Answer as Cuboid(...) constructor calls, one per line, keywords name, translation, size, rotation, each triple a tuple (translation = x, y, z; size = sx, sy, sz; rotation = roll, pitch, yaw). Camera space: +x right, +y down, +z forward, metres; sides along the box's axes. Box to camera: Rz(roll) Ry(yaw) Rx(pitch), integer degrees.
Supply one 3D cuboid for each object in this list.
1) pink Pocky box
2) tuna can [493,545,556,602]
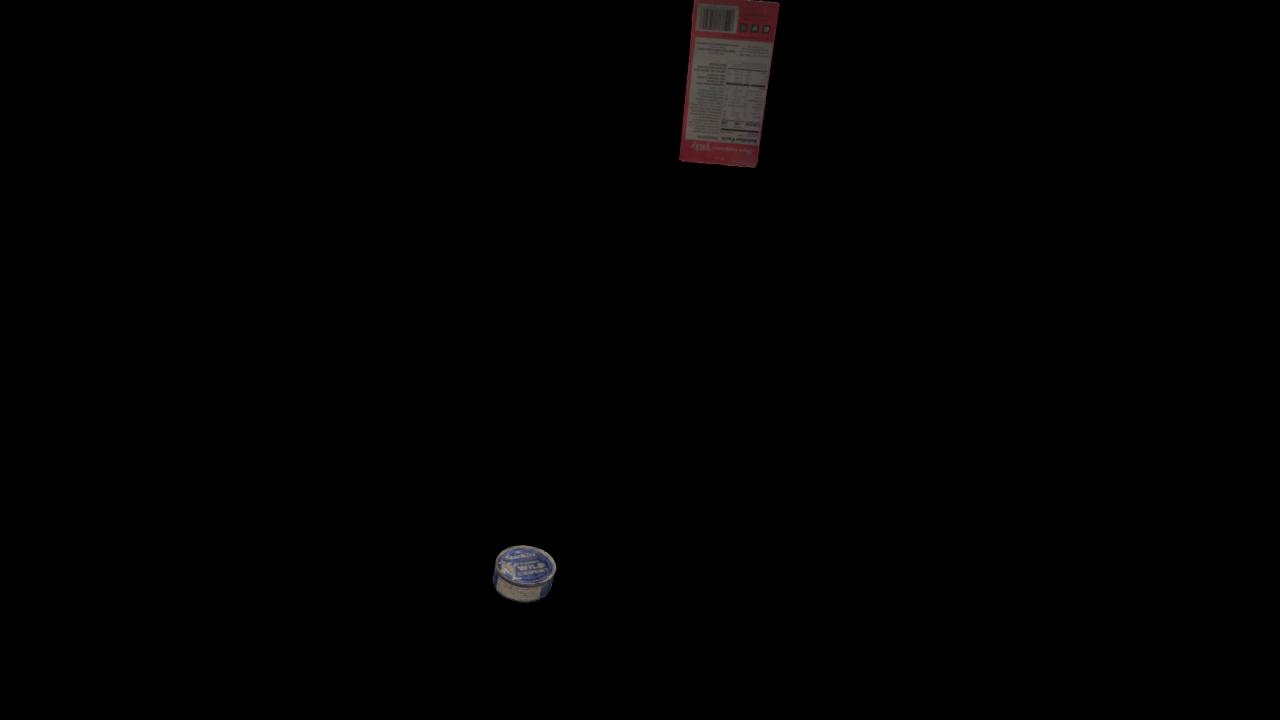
Cuboid(name="pink Pocky box", translation=(0.089, -0.282, 0.635), size=(0.084, 0.155, 0.029), rotation=(6, 22, 3))
Cuboid(name="tuna can", translation=(-0.161, 0.297, 0.856), size=(0.084, 0.034, 0.084), rotation=(12, 17, -4))
